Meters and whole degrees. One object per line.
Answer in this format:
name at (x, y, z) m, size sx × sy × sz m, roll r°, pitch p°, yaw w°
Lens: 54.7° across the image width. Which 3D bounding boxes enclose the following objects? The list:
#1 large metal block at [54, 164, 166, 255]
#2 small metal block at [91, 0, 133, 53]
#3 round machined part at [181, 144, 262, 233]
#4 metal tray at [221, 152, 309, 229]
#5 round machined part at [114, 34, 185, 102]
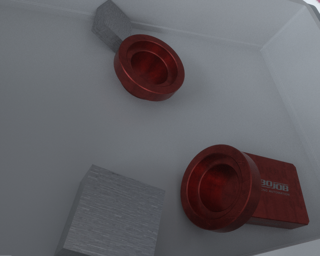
large metal block at (-0.048, 0.094, 0.308) m, size 0.080 × 0.050 × 0.080 m, roll 23°, pitch 53°, yaw -15°
small metal block at (-0.067, -0.145, 0.445) m, size 0.050 × 0.025 × 0.050 m, roll 39°, pitch 44°, yaw -42°
round machined part at (0.074, 0.072, 0.361) m, size 0.042 × 0.098 × 0.098 m, roll 27°, pitch 49°, yaw -37°
metal tray at (0.137, 0.085, 0.425) m, size 0.131 × 0.030 × 0.090 m, roll 14°, pitch 56°, yaw -23°
round machined part at (-0.018, -0.079, 0.433) m, size 0.099 × 0.042 × 0.098 m, roll 14°, pitch 58°, yaw -23°
